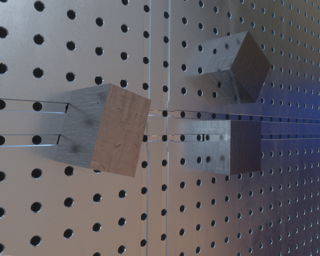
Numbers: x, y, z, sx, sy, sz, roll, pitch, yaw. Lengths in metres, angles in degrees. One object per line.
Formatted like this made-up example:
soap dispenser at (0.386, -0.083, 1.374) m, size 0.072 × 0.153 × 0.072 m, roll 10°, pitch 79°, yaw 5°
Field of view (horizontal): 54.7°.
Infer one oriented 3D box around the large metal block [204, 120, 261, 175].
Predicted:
large metal block at (0.117, 0.029, 0.494) m, size 0.081 × 0.050 × 0.079 m, roll 1°, pitch 90°, yaw -40°

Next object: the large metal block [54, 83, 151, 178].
large metal block at (-0.061, 0.003, 0.323) m, size 0.050 × 0.080 × 0.080 m, roll 20°, pitch 78°, yaw -39°

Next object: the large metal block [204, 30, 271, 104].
large metal block at (0.128, -0.095, 0.503) m, size 0.080 × 0.050 × 0.080 m, roll 42°, pitch 65°, yaw -32°
